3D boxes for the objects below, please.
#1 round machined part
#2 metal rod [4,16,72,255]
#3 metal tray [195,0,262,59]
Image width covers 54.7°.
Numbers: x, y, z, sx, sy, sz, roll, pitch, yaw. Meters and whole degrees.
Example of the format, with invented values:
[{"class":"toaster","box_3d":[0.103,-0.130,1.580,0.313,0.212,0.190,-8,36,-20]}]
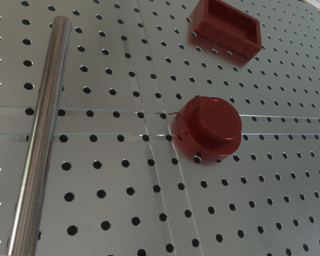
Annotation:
[{"class":"round machined part","box_3d":[0.077,-0.005,0.444,0.099,0.042,0.098,14,56,-21]},{"class":"metal rod","box_3d":[-0.128,-0.015,0.348,0.025,0.025,0.299,12,57,-22]},{"class":"metal tray","box_3d":[0.133,-0.197,0.599,0.131,0.030,0.090,20,54,-17]}]
